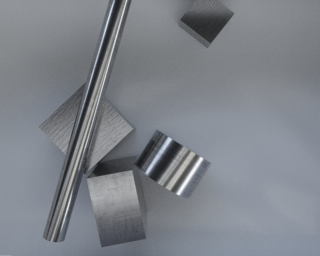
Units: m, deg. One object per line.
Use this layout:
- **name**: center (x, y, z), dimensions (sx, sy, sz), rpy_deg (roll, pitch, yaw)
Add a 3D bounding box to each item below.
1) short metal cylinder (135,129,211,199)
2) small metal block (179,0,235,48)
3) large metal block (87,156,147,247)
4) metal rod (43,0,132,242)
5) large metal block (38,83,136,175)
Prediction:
- **short metal cylinder**: center (0.016, 0.044, 0.384), dimensions (0.080, 0.080, 0.050), rpy_deg (32, 90, -1)
- **small metal block**: center (0.061, -0.144, 0.412), dimensions (0.050, 0.025, 0.050), rpy_deg (38, 90, -1)
- **large metal block**: center (-0.049, 0.085, 0.380), dimensions (0.050, 0.080, 0.079), rpy_deg (-11, 96, 0)
- **metal rod**: center (-0.083, -0.017, 0.360), dimensions (0.025, 0.025, 0.298), rpy_deg (16, 90, -1)
- **large metal block**: center (-0.089, 0.000, 0.398), dimensions (0.080, 0.050, 0.080), rpy_deg (-44, 90, 0)
